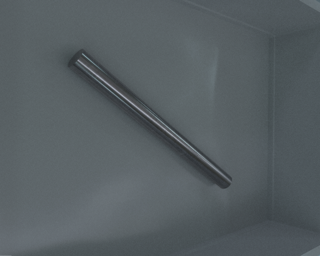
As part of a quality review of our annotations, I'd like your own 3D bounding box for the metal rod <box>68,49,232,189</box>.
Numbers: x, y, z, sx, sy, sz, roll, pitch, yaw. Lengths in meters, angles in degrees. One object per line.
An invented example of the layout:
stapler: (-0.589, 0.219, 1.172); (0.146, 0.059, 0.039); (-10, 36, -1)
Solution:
metal rod: (0.007, 0.005, 0.412); (0.301, 0.025, 0.025); (40, 66, -33)
